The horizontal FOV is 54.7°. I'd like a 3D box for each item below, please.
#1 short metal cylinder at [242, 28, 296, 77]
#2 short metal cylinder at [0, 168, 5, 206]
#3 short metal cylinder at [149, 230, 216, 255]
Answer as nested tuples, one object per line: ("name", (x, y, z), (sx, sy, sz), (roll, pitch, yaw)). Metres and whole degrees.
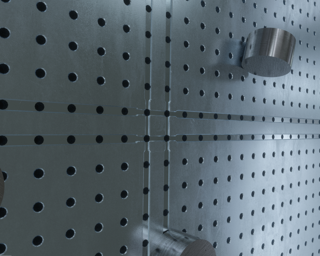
("short metal cylinder", (0.184, -0.126, 0.527), (0.080, 0.080, 0.050), (23, 75, -38))
("short metal cylinder", (-0.174, 0.048, 0.247), (0.081, 0.050, 0.079), (0, 90, -40))
("short metal cylinder", (0.031, 0.184, 0.419), (0.081, 0.050, 0.079), (0, 90, -40))
